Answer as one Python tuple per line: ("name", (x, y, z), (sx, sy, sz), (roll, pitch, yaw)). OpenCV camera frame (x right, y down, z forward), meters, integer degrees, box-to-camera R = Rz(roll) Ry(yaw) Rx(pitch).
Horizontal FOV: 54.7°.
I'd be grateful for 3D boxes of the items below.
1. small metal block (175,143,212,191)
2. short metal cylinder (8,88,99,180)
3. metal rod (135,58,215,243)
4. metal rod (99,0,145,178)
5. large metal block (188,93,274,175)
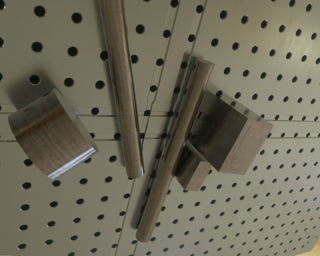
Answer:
("small metal block", (0.045, 0.057, 0.455), (0.025, 0.050, 0.050), (13, 112, -34))
("short metal cylinder", (-0.108, 0.006, 0.320), (0.050, 0.080, 0.080), (-34, 129, -6))
("metal rod", (0.015, 0.047, 0.448), (0.025, 0.025, 0.298), (4, 117, -30))
("metal rod", (-0.043, -0.063, 0.348), (0.025, 0.025, 0.298), (-17, 125, -19))
("large metal block", (0.095, 0.008, 0.432), (0.050, 0.080, 0.079), (12, 112, -33))
